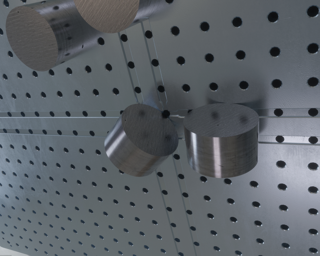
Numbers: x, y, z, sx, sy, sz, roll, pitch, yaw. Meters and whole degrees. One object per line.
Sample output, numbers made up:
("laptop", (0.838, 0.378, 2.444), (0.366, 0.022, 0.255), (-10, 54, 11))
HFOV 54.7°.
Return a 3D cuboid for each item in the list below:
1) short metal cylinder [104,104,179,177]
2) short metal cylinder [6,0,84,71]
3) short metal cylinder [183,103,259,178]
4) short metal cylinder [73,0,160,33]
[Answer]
("short metal cylinder", (-0.024, 0.015, 0.398), (0.080, 0.080, 0.050), (41, 129, 0))
("short metal cylinder", (-0.147, -0.119, 0.399), (0.080, 0.050, 0.079), (13, 124, 21))
("short metal cylinder", (0.069, 0.011, 0.347), (0.080, 0.080, 0.050), (6, 121, 25))
("short metal cylinder", (-0.046, -0.147, 0.328), (0.080, 0.050, 0.079), (13, 124, 21))
